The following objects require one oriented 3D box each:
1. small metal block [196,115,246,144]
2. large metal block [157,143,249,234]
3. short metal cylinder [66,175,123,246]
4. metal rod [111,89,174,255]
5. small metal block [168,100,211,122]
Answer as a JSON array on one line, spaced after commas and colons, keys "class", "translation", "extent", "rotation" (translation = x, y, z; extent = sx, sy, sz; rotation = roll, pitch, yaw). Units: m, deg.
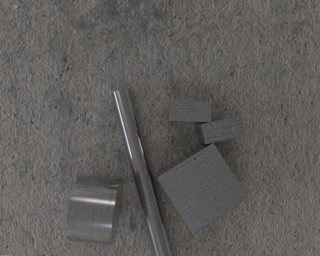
[{"class": "small metal block", "translation": [0.076, 0.002, 0.398], "extent": [0.050, 0.050, 0.025], "rotation": [-13, 90, 0]}, {"class": "large metal block", "translation": [0.052, 0.072, 0.398], "extent": [0.080, 0.050, 0.080], "rotation": [-32, 91, 0]}, {"class": "short metal cylinder", "translation": [-0.078, 0.100, 0.382], "extent": [0.050, 0.080, 0.080], "rotation": [7, 90, 0]}, {"class": "metal rod", "translation": [-0.014, 0.096, 0.409], "extent": [0.025, 0.025, 0.298], "rotation": [-15, 90, 0]}, {"class": "small metal block", "translation": [0.036, -0.020, 0.398], "extent": [0.050, 0.050, 0.025], "rotation": [2, 90, 0]}]
